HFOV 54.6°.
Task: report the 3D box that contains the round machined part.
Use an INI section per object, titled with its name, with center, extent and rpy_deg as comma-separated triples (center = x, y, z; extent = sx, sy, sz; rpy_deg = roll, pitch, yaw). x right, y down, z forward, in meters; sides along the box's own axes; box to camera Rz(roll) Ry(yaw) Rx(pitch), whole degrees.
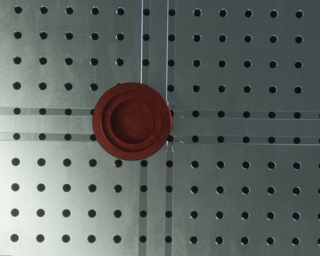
[round machined part]
center = -0.035, -0.008, 0.405
extent = 0.099, 0.042, 0.097
rpy_deg = 0, 90, 0
